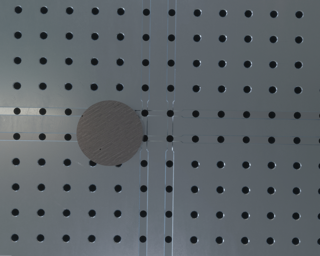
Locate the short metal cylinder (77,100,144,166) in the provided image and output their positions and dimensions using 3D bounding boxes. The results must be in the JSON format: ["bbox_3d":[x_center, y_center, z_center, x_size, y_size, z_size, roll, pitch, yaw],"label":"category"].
[{"bbox_3d":[-0.061,0.006,0.400,0.080,0.050,0.080,0,90,0],"label":"short metal cylinder"}]
